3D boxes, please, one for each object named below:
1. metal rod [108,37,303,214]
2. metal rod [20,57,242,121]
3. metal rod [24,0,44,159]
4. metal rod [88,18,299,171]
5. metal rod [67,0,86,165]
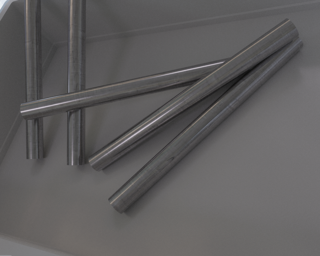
[{"bbox_3d":[0.057,-0.007,0.380,0.300,0.025,0.025,-42,51,-2],"label":"metal rod"},{"bbox_3d":[-0.037,-0.052,0.411,0.301,0.025,0.025,-12,56,4],"label":"metal rod"},{"bbox_3d":[-0.201,-0.101,0.491,0.025,0.025,0.298,-4,86,26],"label":"metal rod"},{"bbox_3d":[0.032,-0.034,0.391,0.300,0.025,0.025,-34,51,12],"label":"metal rod"},{"bbox_3d":[-0.120,-0.097,0.447,0.025,0.025,0.298,-2,87,27],"label":"metal rod"}]
